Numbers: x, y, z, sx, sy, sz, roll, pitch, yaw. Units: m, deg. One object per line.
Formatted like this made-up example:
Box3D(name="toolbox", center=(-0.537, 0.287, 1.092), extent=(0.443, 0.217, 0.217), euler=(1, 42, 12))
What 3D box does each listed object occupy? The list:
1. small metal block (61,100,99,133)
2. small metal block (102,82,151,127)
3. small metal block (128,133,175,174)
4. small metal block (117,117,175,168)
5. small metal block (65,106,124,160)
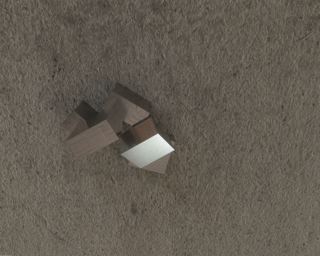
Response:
Box3D(name="small metal block", center=(-0.092, -0.004, 0.395), extent=(0.025, 0.050, 0.050), euler=(-43, 105, 14))
Box3D(name="small metal block", center=(-0.040, -0.029, 0.387), extent=(0.050, 0.050, 0.025), euler=(31, 107, -11))
Box3D(name="small metal block", center=(-0.012, 0.030, 0.422), extent=(0.050, 0.025, 0.050), euler=(15, 109, -6))
Box3D(name="small metal block", center=(-0.017, 0.019, 0.378), extent=(0.050, 0.025, 0.050), euler=(-30, 145, 10))
Box3D(name="small metal block", center=(-0.071, 0.004, 0.345), extent=(0.050, 0.050, 0.025), euler=(-28, 108, 9))
